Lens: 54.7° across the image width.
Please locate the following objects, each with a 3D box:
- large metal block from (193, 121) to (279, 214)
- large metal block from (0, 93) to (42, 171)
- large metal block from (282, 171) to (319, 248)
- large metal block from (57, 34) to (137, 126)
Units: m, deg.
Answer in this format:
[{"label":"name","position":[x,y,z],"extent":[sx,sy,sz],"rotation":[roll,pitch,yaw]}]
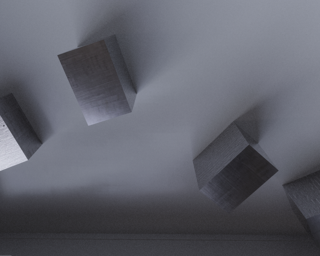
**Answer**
[{"label":"large metal block","position":[0.092,0.048,0.400],"extent":[0.050,0.080,0.080],"rotation":[40,105,-13]},{"label":"large metal block","position":[-0.216,0.011,0.400],"extent":[0.080,0.050,0.080],"rotation":[-21,109,7]},{"label":"large metal block","position":[0.228,0.103,0.422],"extent":[0.080,0.080,0.050],"rotation":[-25,108,9]},{"label":"large metal block","position":[-0.067,-0.059,0.359],"extent":[0.050,0.080,0.080],"rotation":[-17,109,6]}]
